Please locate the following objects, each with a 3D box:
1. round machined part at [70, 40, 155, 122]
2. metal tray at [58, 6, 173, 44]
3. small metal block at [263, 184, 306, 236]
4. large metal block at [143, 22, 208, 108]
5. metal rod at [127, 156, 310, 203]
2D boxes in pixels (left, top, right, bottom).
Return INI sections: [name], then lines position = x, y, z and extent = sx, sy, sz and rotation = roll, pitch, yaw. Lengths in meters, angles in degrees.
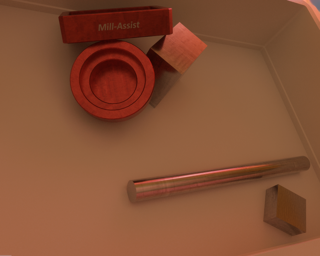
[round machined part]
position = -0.056, -0.054, 0.381
extent = 0.099, 0.042, 0.097
rotation = 1, 81, -4
[metal tray]
position = -0.058, -0.135, 0.397
extent = 0.131, 0.030, 0.090
rotation = -8, 25, -11
[small metal block]
position = 0.175, 0.115, 0.432
extent = 0.050, 0.025, 0.050
rotation = 29, 52, -10
[large metal block]
position = 0.010, -0.086, 0.430
extent = 0.050, 0.080, 0.080
rotation = 40, 51, -2
[metal rod]
position = 0.099, 0.064, 0.422
extent = 0.303, 0.025, 0.025
rotation = -3, 63, -30
